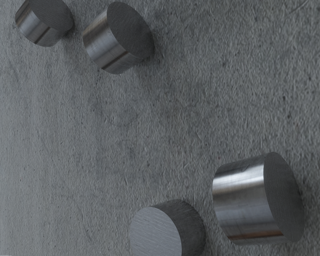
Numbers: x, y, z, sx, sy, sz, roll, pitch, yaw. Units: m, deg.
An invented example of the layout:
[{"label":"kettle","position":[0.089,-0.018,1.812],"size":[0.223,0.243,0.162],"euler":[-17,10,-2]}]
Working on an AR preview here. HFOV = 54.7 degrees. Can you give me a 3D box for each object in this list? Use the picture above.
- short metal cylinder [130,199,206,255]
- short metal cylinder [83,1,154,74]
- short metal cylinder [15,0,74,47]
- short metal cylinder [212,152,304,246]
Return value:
[{"label":"short metal cylinder","position":[0.009,0.133,0.381],"size":[0.080,0.050,0.080],"euler":[0,90,40]},{"label":"short metal cylinder","position":[-0.054,-0.119,0.414],"size":[0.050,0.081,0.080],"euler":[-24,75,37]},{"label":"short metal cylinder","position":[-0.198,-0.188,0.533],"size":[0.050,0.081,0.080],"euler":[-29,72,36]},{"label":"short metal cylinder","position":[0.094,0.067,0.292],"size":[0.050,0.081,0.080],"euler":[-22,76,38]}]
